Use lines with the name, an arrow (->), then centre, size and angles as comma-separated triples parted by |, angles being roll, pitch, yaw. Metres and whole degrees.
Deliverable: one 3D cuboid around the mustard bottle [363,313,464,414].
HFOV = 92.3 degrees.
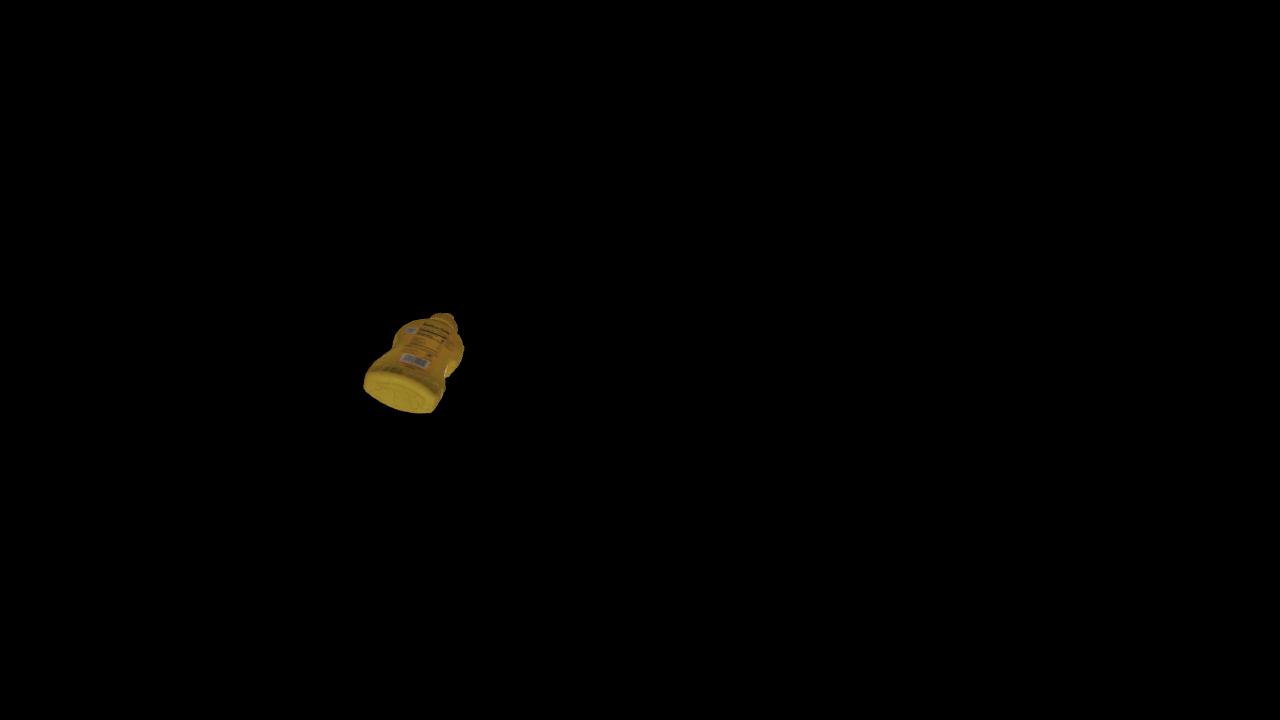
mustard bottle -> -0.280, -0.010, 0.807 | 0.092, 0.054, 0.184 | 16, 34, -6
